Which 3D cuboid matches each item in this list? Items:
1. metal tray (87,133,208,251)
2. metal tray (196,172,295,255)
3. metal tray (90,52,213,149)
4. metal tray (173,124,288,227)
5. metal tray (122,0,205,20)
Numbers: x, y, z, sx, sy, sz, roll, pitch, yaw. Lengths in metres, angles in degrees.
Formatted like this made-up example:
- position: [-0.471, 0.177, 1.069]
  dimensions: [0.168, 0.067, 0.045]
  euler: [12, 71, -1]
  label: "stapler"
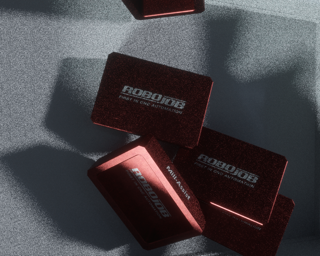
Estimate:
- position: [-0.014, 0.081, 0.373]
  dimensions: [0.090, 0.030, 0.130]
  euler: [-28, 103, 27]
  label: "metal tray"
- position: [0.097, 0.110, 0.412]
  dimensions: [0.130, 0.030, 0.090]
  euler: [24, 79, 10]
  label: "metal tray"
- position: [-0.009, -0.033, 0.384]
  dimensions: [0.131, 0.030, 0.090]
  euler: [15, 85, -2]
  label: "metal tray"
- position: [0.083, 0.058, 0.397]
  dimensions: [0.130, 0.030, 0.090]
  euler: [21, 71, 13]
  label: "metal tray"
- position: [-0.003, -0.163, 0.337]
  dimensions: [0.090, 0.130, 0.030]
  euler: [-2, 85, 13]
  label: "metal tray"
